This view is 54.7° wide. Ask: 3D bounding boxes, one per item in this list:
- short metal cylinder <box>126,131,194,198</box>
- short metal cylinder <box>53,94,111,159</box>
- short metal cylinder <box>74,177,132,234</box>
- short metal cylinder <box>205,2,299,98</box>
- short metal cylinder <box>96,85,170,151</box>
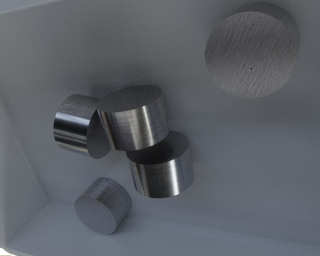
[{"bbox_3d":[0.001,0.045,0.399,0.080,0.080,0.050,4,120,26],"label":"short metal cylinder"},{"bbox_3d":[-0.097,-0.003,0.420,0.050,0.080,0.079,13,124,20],"label":"short metal cylinder"},{"bbox_3d":[-0.095,0.131,0.521,0.080,0.050,0.079,13,124,20],"label":"short metal cylinder"},{"bbox_3d":[0.090,-0.075,0.298,0.080,0.050,0.079,13,124,20],"label":"short metal cylinder"},{"bbox_3d":[-0.032,-0.014,0.380,0.080,0.080,0.050,2,120,27],"label":"short metal cylinder"}]
